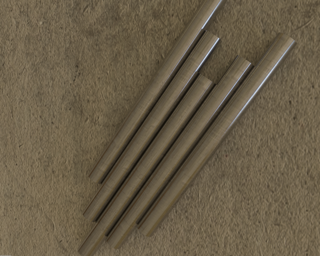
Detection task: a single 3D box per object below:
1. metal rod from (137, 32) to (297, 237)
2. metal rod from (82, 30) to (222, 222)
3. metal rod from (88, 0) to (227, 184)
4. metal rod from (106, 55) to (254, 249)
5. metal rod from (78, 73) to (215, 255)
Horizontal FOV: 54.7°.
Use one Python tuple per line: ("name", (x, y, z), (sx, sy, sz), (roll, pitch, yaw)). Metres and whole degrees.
("metal rod", (0.064, 0.017, 0.387), (0.025, 0.025, 0.299), (38, 102, 15))
("metal rod", (-0.016, 0.006, 0.415), (0.025, 0.025, 0.299), (38, 102, 15))
("metal rod", (-0.008, -0.049, 0.412), (0.025, 0.025, 0.299), (38, 102, 15))
("metal rod", (0.019, 0.039, 0.402), (0.025, 0.025, 0.299), (38, 102, 15))
("metal rod", (-0.023, 0.059, 0.418), (0.025, 0.025, 0.299), (38, 102, 15))
